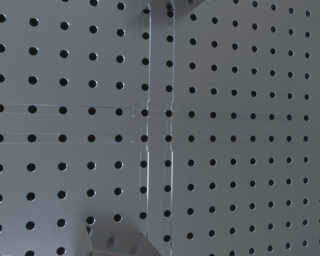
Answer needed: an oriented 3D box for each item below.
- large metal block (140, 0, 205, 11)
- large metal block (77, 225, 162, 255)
[{"bbox_3d":[0.023,-0.189,0.391,0.081,0.080,0.050,-11,94,-20],"label":"large metal block"},{"bbox_3d":[-0.051,0.158,0.365,0.080,0.080,0.050,17,85,-19],"label":"large metal block"}]
